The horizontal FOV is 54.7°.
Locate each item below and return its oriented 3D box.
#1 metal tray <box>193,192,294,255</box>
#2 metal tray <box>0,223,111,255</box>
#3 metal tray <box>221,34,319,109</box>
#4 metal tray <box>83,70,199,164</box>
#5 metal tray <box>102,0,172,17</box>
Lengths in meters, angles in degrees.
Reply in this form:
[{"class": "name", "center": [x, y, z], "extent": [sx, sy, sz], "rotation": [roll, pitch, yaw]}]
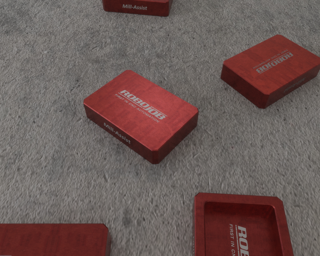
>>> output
[{"class": "metal tray", "center": [0.077, 0.128, 0.292], "extent": [0.091, 0.030, 0.130], "rotation": [3, 50, 2]}, {"class": "metal tray", "center": [-0.116, 0.137, 0.284], "extent": [0.131, 0.030, 0.090], "rotation": [0, 50, 0]}, {"class": "metal tray", "center": [0.171, -0.091, 0.477], "extent": [0.131, 0.030, 0.090], "rotation": [-29, 56, -22]}, {"class": "metal tray", "center": [-0.026, -0.020, 0.417], "extent": [0.130, 0.030, 0.090], "rotation": [33, 57, 24]}, {"class": "metal tray", "center": [-0.041, -0.266, 0.622], "extent": [0.131, 0.030, 0.090], "rotation": [7, 50, 6]}]
